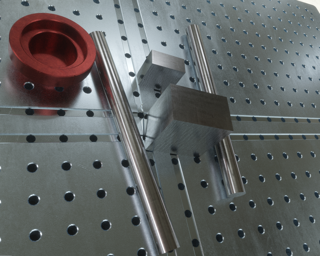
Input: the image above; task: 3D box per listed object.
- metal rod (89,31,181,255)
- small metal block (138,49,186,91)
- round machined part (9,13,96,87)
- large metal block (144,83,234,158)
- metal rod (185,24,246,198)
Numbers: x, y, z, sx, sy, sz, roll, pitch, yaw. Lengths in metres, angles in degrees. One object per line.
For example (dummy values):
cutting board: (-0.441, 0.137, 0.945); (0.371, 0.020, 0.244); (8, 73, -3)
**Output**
metal rod: (-0.040, 0.002, 0.386); (0.025, 0.025, 0.299); (-8, 66, -32)
small metal block: (0.002, -0.080, 0.443); (0.050, 0.050, 0.025); (11, 57, -23)
round machined part: (-0.132, -0.090, 0.382); (0.099, 0.042, 0.098); (14, 56, -21)
large metal block: (0.033, -0.006, 0.396); (0.081, 0.080, 0.050); (10, 58, -23)
metal rod: (0.079, -0.043, 0.478); (0.025, 0.025, 0.299); (5, 59, -26)
